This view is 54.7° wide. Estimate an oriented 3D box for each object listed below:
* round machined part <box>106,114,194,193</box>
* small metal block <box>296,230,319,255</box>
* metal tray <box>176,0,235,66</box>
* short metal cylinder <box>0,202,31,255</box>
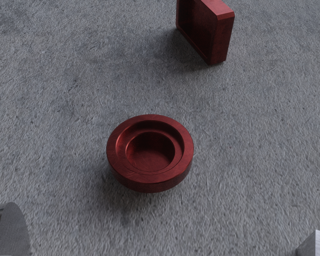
[{"bbox_3d":[-0.011,0.033,0.364,0.099,0.042,0.098,0,50,0],"label":"round machined part"},{"bbox_3d":[0.160,0.123,0.286,0.050,0.050,0.025,14,52,11],"label":"small metal block"},{"bbox_3d":[0.069,-0.177,0.510,0.030,0.089,0.130,-19,53,-15],"label":"metal tray"},{"bbox_3d":[-0.152,0.111,0.273,0.050,0.080,0.080,-11,51,-10],"label":"short metal cylinder"}]
